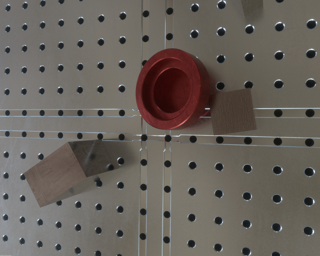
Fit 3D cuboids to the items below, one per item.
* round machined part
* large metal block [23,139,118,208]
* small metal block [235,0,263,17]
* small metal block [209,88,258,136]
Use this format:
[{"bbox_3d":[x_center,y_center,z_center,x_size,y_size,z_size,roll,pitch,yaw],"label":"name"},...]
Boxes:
[{"bbox_3d":[0.020,-0.046,0.386,0.098,0.042,0.097,-3,86,38],"label":"round machined part"},{"bbox_3d":[-0.119,0.059,0.424,0.080,0.080,0.050,-33,80,17],"label":"large metal block"},{"bbox_3d":[0.097,-0.167,0.365,0.025,0.050,0.050,-31,80,17],"label":"small metal block"},{"bbox_3d":[0.090,-0.019,0.381,0.050,0.025,0.050,-9,87,19],"label":"small metal block"}]
